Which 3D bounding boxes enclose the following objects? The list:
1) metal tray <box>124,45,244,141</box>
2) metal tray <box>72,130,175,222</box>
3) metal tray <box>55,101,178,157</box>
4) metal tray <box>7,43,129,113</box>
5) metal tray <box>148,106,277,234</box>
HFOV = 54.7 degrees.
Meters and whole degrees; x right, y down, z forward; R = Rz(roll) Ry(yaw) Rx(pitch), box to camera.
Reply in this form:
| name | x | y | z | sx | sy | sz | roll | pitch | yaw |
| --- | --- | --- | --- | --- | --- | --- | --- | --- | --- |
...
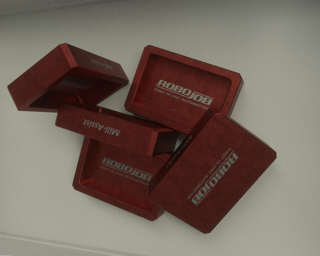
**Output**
| name | x | y | z | sx | sy | sz | roll | pitch | yaw |
| --- | --- | --- | --- | --- | --- | --- | --- | --- | --- |
| metal tray | 0.029 | -0.043 | 0.395 | 0.130 | 0.030 | 0.089 | 22 | 97 | 18 |
| metal tray | -0.048 | 0.059 | 0.420 | 0.130 | 0.030 | 0.089 | 17 | 96 | 18 |
| metal tray | -0.051 | -0.001 | 0.390 | 0.130 | 0.090 | 0.030 | 17 | 96 | 19 |
| metal tray | -0.107 | -0.055 | 0.388 | 0.090 | 0.130 | 0.030 | -31 | 80 | 18 |
| metal tray | 0.059 | 0.052 | 0.364 | 0.090 | 0.030 | 0.130 | 34 | 103 | -13 |
